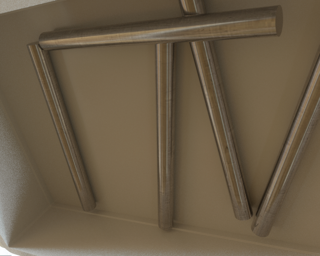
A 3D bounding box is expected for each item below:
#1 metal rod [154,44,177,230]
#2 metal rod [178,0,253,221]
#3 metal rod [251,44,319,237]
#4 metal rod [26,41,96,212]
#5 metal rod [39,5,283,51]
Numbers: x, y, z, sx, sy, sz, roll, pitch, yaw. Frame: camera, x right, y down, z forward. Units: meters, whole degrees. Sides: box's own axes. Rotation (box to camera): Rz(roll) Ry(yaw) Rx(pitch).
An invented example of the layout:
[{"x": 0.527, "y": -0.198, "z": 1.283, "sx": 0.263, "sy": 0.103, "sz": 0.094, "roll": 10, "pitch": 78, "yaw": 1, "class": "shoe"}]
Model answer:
[{"x": 0.008, "y": 0.028, "z": 0.421, "sx": 0.025, "sy": 0.025, "sz": 0.298, "roll": 13, "pitch": 124, "yaw": 21, "class": "metal rod"}, {"x": 0.070, "y": -0.014, "z": 0.363, "sx": 0.025, "sy": 0.025, "sz": 0.298, "roll": -4, "pitch": 117, "yaw": 30, "class": "metal rod"}, {"x": 0.149, "y": 0.015, "z": 0.339, "sx": 0.025, "sy": 0.025, "sz": 0.298, "roll": 18, "pitch": 126, "yaw": 18, "class": "metal rod"}, {"x": -0.150, "y": 0.013, "z": 0.495, "sx": 0.025, "sy": 0.025, "sz": 0.298, "roll": 5, "pitch": 121, "yaw": 25, "class": "metal rod"}, {"x": -0.027, "y": -0.102, "z": 0.336, "sx": 0.300, "sy": 0.025, "sz": 0.025, "roll": 7, "pitch": 122, "yaw": 33, "class": "metal rod"}]
